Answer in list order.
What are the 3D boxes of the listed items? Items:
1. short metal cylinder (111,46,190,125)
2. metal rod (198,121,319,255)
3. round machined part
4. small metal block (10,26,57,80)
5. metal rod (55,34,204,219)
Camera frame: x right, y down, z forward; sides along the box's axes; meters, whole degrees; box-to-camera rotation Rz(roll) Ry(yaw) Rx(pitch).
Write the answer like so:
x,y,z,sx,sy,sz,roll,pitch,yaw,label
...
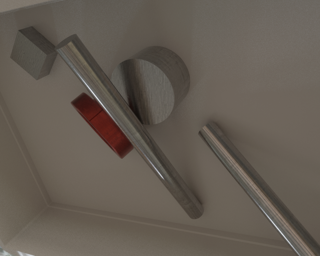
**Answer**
x,y,z,sx,sy,sz,roll,pitch,yaw,label
-0.011,-0.051,0.366,0.080,0.050,0.079,13,124,20,short metal cylinder
0.142,0.111,0.326,0.300,0.025,0.025,53,132,21,metal rod
-0.067,-0.010,0.404,0.098,0.042,0.098,45,169,12,round machined part
-0.176,-0.104,0.435,0.050,0.025,0.050,41,129,0,small metal block
-0.018,0.021,0.375,0.025,0.025,0.299,-10,131,32,metal rod
